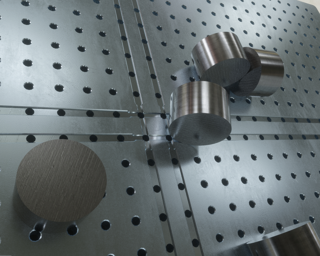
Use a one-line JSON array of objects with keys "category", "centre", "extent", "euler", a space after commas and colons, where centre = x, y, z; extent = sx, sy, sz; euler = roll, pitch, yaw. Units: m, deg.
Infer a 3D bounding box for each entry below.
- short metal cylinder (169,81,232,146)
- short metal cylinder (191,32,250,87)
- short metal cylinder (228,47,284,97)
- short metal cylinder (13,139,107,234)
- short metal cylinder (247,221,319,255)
[{"category": "short metal cylinder", "centre": [0.053, -0.018, 0.414], "extent": [0.081, 0.080, 0.050], "euler": [16, 55, -19]}, {"category": "short metal cylinder", "centre": [0.095, -0.105, 0.490], "extent": [0.081, 0.080, 0.050], "euler": [-1, 63, -29]}, {"category": "short metal cylinder", "centre": [0.156, -0.092, 0.516], "extent": [0.050, 0.080, 0.080], "euler": [-1, 62, -29]}, {"category": "short metal cylinder", "centre": [-0.099, 0.058, 0.305], "extent": [0.081, 0.050, 0.080], "euler": [14, 56, -21]}, {"category": "short metal cylinder", "centre": [0.151, 0.148, 0.366], "extent": [0.081, 0.080, 0.050], "euler": [-7, 66, -32]}]
